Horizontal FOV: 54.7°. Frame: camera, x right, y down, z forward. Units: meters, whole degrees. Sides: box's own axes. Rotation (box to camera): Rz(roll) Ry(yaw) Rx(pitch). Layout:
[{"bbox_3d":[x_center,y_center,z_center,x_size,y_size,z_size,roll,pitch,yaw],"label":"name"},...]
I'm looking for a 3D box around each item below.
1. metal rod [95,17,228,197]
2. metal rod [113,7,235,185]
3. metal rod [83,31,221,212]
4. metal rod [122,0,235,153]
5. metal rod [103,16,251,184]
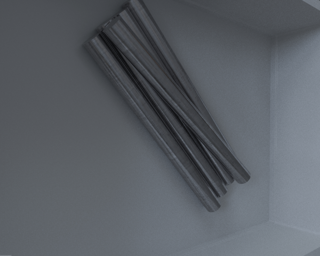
[{"bbox_3d":[0.016,-0.010,0.418,0.025,0.025,0.300,-51,120,-28],"label":"metal rod"},{"bbox_3d":[0.030,-0.026,0.430,0.025,0.025,0.300,-51,120,-28],"label":"metal rod"},{"bbox_3d":[0.004,0.010,0.408,0.025,0.025,0.300,-51,120,-28],"label":"metal rod"},{"bbox_3d":[0.043,-0.046,0.440,0.025,0.025,0.300,-51,120,-28],"label":"metal rod"},{"bbox_3d":[0.039,-0.017,0.404,0.300,0.025,0.025,46,63,-30],"label":"metal rod"}]
